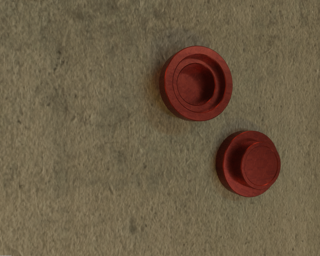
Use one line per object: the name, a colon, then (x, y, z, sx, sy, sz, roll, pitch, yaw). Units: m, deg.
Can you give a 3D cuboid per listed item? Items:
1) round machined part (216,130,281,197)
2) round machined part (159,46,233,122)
round machined part: (0.135, 0.052, 0.452, 0.099, 0.042, 0.097, 0, 90, -21)
round machined part: (0.045, -0.057, 0.418, 0.099, 0.042, 0.097, 0, 90, -21)
